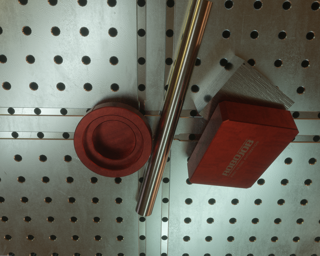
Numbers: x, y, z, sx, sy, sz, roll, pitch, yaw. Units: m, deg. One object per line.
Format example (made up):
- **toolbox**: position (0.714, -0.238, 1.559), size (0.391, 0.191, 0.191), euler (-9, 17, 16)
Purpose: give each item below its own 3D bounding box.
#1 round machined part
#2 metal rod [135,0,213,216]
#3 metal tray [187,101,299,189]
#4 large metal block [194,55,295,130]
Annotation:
- **round machined part**: position (-0.059, 0.012, 0.408), size (0.099, 0.042, 0.097), euler (0, 110, -1)
- **metal rod**: position (0.013, -0.013, 0.408), size (0.025, 0.025, 0.298), euler (13, 110, -5)
- **metal tray**: position (0.096, 0.027, 0.386), size (0.091, 0.030, 0.129), euler (7, 138, -11)
- **large metal block**: position (0.102, -0.032, 0.390), size (0.080, 0.050, 0.080), euler (36, 106, -13)
